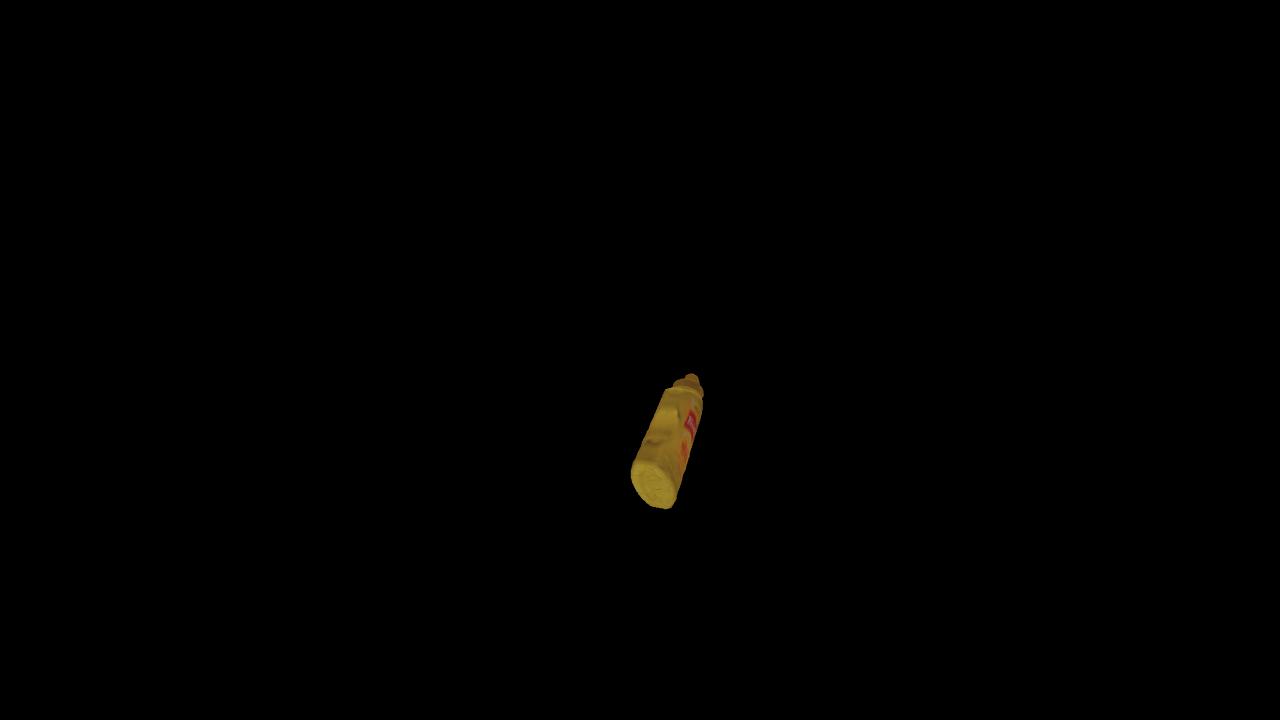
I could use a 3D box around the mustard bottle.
[{"bbox_3d":[0.042,0.085,0.769,0.054,0.092,0.184,-1,42,26],"label":"mustard bottle"}]
